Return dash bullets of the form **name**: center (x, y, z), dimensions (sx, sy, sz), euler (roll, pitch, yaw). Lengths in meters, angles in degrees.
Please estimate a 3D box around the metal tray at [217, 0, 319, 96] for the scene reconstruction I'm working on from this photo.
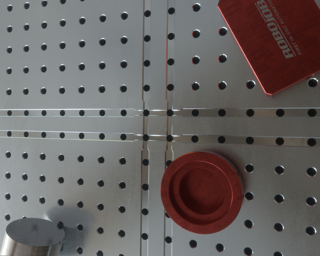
- **metal tray**: center (0.137, -0.113, 0.361), dimensions (0.090, 0.030, 0.130), euler (-28, 81, 17)

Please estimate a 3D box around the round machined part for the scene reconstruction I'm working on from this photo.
- **round machined part**: center (0.054, 0.076, 0.385), dimensions (0.098, 0.042, 0.097), euler (0, 90, 20)

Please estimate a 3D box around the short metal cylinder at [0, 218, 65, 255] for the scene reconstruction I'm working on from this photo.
- **short metal cylinder**: center (-0.185, 0.172, 0.449), dimensions (0.080, 0.080, 0.050), euler (18, 96, 19)
